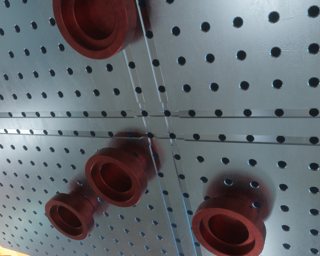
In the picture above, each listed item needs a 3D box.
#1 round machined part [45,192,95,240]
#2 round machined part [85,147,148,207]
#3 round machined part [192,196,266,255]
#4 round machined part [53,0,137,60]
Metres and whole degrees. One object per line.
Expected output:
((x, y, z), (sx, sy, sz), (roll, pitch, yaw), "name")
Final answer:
((-0.164, 0.161, 0.588), (0.098, 0.042, 0.097), (13, 124, 21), "round machined part")
((-0.063, 0.071, 0.478), (0.098, 0.042, 0.097), (13, 124, 21), "round machined part")
((0.097, 0.134, 0.432), (0.098, 0.042, 0.097), (13, 124, 21), "round machined part")
((-0.070, -0.132, 0.356), (0.098, 0.042, 0.097), (13, 124, 21), "round machined part")
